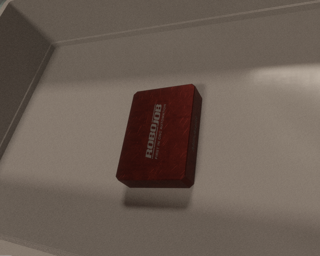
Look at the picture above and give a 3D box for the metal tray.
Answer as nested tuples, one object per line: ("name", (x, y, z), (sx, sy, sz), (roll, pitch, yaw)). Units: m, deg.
("metal tray", (0.001, 0.010, 0.395), (0.090, 0.030, 0.130), (-5, 59, 25))
